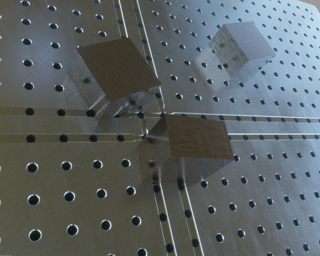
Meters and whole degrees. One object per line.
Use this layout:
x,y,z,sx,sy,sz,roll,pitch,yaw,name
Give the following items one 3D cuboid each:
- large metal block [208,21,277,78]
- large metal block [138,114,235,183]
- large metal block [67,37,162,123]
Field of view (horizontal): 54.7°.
0.149,-0.144,0.563,0.081,0.050,0.080,-18,72,-35,large metal block
0.028,0.029,0.372,0.081,0.080,0.050,6,59,-26,large metal block
-0.059,-0.064,0.400,0.081,0.050,0.080,-25,75,-37,large metal block
